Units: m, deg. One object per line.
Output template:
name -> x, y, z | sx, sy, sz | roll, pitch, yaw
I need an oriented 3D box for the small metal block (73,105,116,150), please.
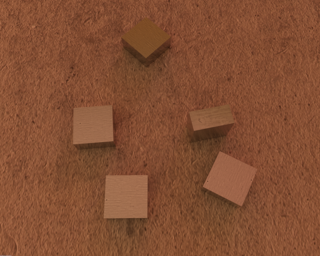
small metal block -> -0.086, -0.001, 0.408 | 0.050, 0.025, 0.050 | -5, 70, -2

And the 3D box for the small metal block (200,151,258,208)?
small metal block -> 0.085, 0.064, 0.385 | 0.050, 0.025, 0.050 | 26, 72, 9

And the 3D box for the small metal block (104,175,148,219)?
small metal block -> -0.040, 0.085, 0.377 | 0.050, 0.025, 0.050 | 0, 70, 0

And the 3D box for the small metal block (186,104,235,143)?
small metal block -> 0.062, -0.004, 0.397 | 0.050, 0.050, 0.025 | -11, 71, -4

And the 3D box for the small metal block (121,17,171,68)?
small metal block -> -0.020, -0.126, 0.454 | 0.050, 0.025, 0.050 | 43, 75, 14
